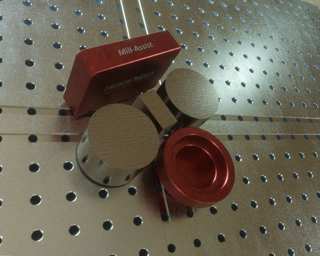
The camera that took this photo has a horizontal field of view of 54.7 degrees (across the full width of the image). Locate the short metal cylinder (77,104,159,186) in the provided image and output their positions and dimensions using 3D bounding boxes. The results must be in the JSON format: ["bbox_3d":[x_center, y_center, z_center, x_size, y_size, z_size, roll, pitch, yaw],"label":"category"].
[{"bbox_3d":[-0.048,0.019,0.350,0.081,0.050,0.080,14,56,-21],"label":"short metal cylinder"}]

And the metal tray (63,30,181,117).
[{"bbox_3d":[-0.045,-0.067,0.377,0.131,0.090,0.030,-26,77,-36],"label":"metal tray"}]

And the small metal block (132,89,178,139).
[{"bbox_3d":[-0.012,-0.012,0.387,0.025,0.050,0.050,-28,78,-37],"label":"small metal block"}]

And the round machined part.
[{"bbox_3d":[0.040,0.051,0.382,0.099,0.042,0.098,14,56,-21],"label":"round machined part"}]

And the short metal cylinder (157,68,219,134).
[{"bbox_3d":[0.033,-0.035,0.426,0.081,0.050,0.080,14,56,-21],"label":"short metal cylinder"}]
